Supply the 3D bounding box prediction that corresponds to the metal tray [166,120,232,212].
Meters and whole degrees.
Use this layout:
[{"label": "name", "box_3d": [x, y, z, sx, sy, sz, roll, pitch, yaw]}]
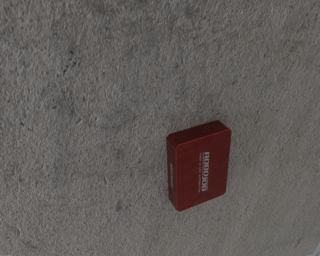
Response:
[{"label": "metal tray", "box_3d": [0.058, 0.059, 0.471, 0.091, 0.030, 0.129, -16, 125, -19]}]
